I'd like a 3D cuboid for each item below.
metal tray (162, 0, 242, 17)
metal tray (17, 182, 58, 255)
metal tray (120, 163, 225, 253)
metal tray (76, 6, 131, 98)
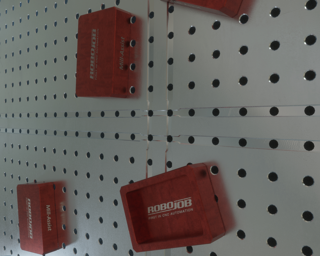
[{"bbox_3d":[0.045,-0.193,0.369,0.130,0.030,0.089,31,109,36],"label":"metal tray"},{"bbox_3d":[-0.242,0.174,0.608,0.090,0.030,0.129,-10,84,39],"label":"metal tray"},{"bbox_3d":[0.010,0.105,0.398,0.130,0.030,0.090,-24,75,37],"label":"metal tray"},{"bbox_3d":[-0.090,-0.112,0.482,0.090,0.030,0.129,5,93,40],"label":"metal tray"}]
